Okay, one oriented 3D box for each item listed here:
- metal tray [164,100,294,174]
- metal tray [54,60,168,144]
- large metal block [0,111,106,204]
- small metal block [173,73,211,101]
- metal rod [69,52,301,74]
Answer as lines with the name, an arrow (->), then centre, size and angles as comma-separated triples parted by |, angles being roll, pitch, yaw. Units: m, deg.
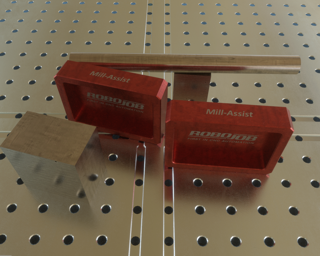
metal tray -> 0.072, 0.013, 0.355 | 0.131, 0.089, 0.030 | 4, 50, 3
metal tray -> -0.058, -0.030, 0.390 | 0.131, 0.089, 0.030 | 13, 51, 10
large metal block -> -0.112, 0.034, 0.342 | 0.080, 0.080, 0.050 | 13, 51, 10
small metal block -> 0.045, -0.066, 0.447 | 0.050, 0.050, 0.025 | 4, 50, 3
metal rod -> 0.033, -0.087, 0.415 | 0.302, 0.025, 0.025 | 1, 50, 0
